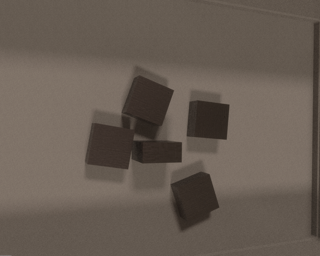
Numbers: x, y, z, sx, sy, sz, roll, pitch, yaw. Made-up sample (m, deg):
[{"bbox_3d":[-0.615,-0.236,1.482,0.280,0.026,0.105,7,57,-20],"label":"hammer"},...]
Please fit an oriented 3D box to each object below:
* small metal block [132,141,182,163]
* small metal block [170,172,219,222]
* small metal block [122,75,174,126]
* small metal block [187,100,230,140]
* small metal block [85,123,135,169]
[{"bbox_3d":[-0.005,0.030,0.396,0.050,0.050,0.025,1,90,-20],"label":"small metal block"},{"bbox_3d":[0.048,0.094,0.430,0.050,0.025,0.050,-19,97,-19],"label":"small metal block"},{"bbox_3d":[-0.016,-0.035,0.406,0.050,0.025,0.050,21,83,-19],"label":"small metal block"},{"bbox_3d":[0.068,-0.010,0.437,0.050,0.025,0.050,5,88,-20],"label":"small metal block"},{"bbox_3d":[-0.063,0.023,0.388,0.050,0.025,0.050,11,86,-20],"label":"small metal block"}]
